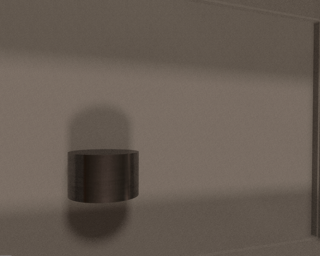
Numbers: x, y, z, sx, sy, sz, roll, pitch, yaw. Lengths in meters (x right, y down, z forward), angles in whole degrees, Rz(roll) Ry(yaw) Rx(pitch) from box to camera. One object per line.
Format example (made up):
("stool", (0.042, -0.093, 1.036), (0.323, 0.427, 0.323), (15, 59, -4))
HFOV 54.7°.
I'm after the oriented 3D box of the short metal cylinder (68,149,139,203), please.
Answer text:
("short metal cylinder", (-0.065, 0.052, 0.358), (0.081, 0.080, 0.050), (0, 90, -20))
